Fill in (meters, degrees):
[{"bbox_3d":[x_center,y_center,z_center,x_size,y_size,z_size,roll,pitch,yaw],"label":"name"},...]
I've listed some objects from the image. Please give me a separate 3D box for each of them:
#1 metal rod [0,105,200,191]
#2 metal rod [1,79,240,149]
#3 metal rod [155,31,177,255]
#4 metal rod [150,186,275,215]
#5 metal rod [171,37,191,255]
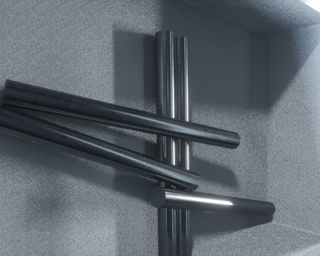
[{"bbox_3d":[-0.073,0.022,0.328,0.302,0.025,0.025,23,76,-32],"label":"metal rod"},{"bbox_3d":[-0.018,-0.007,0.366,0.302,0.025,0.025,12,83,-32],"label":"metal rod"},{"bbox_3d":[0.008,0.024,0.412,0.025,0.025,0.298,-2,91,-40],"label":"metal rod"},{"bbox_3d":[0.100,0.115,0.469,0.302,0.025,0.025,19,78,-44],"label":"metal rod"},{"bbox_3d":[0.028,0.027,0.428,0.025,0.025,0.298,-1,91,-40],"label":"metal rod"}]
